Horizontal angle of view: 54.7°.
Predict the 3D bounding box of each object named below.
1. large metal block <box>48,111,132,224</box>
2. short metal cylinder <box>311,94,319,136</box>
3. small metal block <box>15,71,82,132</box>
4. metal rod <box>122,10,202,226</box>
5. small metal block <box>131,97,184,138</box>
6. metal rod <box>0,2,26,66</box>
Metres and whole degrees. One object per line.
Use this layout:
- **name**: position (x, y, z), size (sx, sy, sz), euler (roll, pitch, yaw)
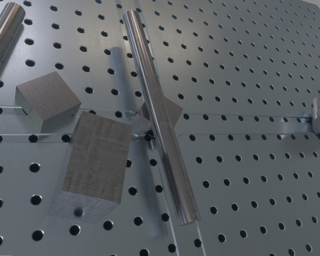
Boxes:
- **large metal block**: position (-0.070, 0.042, 0.309), size (0.050, 0.080, 0.080), euler (18, 55, -18)
- **short metal cylinder**: position (0.318, -0.024, 0.558), size (0.080, 0.080, 0.050), euler (26, 53, -12)
- **small metal block**: position (-0.129, -0.032, 0.358), size (0.050, 0.025, 0.050), euler (-34, 81, -38)
- **metal rod**: position (-0.005, -0.030, 0.391), size (0.025, 0.025, 0.299), euler (-2, 63, -29)
- **small metal block**: position (-0.003, -0.017, 0.416), size (0.050, 0.025, 0.050), euler (33, 51, -7)
- **metal rod**: position (-0.198, -0.027, 0.317), size (0.025, 0.025, 0.300), euler (18, 55, -18)
